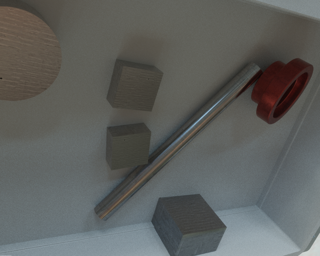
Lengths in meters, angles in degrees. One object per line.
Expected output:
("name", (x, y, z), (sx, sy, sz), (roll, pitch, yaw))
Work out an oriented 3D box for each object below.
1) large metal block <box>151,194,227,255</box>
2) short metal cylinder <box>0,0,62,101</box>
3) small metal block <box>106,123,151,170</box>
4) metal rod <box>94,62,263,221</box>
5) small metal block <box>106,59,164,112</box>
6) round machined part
("large metal block", (0.044, 0.154, 0.494), (0.081, 0.080, 0.050), (2, 118, -30))
("short metal cylinder", (-0.134, -0.071, 0.276), (0.081, 0.050, 0.079), (-14, 125, -21))
("small metal block", (-0.042, 0.023, 0.402), (0.050, 0.025, 0.050), (-8, 122, -25))
("metal rod", (0.025, 0.019, 0.436), (0.300, 0.025, 0.025), (-43, 130, 1))
("small metal block", (-0.030, -0.049, 0.363), (0.050, 0.025, 0.050), (4, 117, -31))
("round machined part", (0.169, -0.057, 0.443), (0.099, 0.042, 0.097), (-35, 149, -25))
